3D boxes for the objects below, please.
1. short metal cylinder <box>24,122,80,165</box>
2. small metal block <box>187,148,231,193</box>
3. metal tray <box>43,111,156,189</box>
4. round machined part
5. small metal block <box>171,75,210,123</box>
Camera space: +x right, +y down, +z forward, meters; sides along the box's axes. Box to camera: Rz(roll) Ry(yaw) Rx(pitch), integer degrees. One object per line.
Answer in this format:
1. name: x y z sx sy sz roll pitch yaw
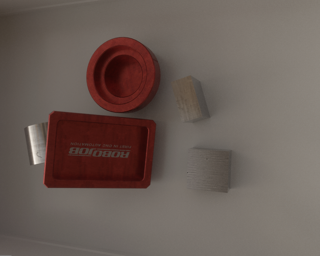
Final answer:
1. short metal cylinder: -0.141 0.020 0.430 0.080 0.080 0.050 -12 86 19
2. small metal block: 0.062 0.052 0.388 0.050 0.025 0.050 2 91 19
3. metal tray: -0.075 0.029 0.392 0.131 0.030 0.089 5 92 -21
4. round machined part: -0.045 -0.068 0.416 0.098 0.042 0.097 0 90 19
5. small metal block: 0.039 -0.034 0.383 0.025 0.050 0.050 -17 85 19
